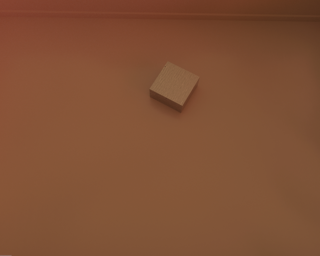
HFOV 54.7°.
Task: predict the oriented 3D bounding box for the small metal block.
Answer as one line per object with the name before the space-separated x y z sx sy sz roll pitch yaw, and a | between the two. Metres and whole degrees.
small metal block | 0.020 -0.057 0.431 0.050 0.025 0.050 28 72 9
